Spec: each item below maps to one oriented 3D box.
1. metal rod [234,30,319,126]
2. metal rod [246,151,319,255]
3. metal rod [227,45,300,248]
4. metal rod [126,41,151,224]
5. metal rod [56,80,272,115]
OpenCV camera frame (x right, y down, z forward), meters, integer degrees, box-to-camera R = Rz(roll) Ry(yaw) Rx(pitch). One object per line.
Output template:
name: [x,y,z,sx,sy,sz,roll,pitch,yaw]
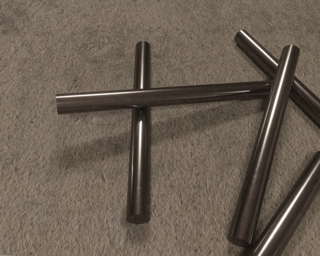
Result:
metal rod: [0.200,-0.054,0.451,0.025,0.025,0.300,-18,53,-15]
metal rod: [0.100,0.124,0.300,0.025,0.025,0.302,34,57,25]
metal rod: [0.138,0.000,0.386,0.025,0.025,0.300,18,58,14]
metal rod: [-0.025,-0.020,0.419,0.025,0.025,0.300,0,50,-1]
metal rod: [0.021,-0.043,0.413,0.302,0.025,0.025,-6,50,-16]
